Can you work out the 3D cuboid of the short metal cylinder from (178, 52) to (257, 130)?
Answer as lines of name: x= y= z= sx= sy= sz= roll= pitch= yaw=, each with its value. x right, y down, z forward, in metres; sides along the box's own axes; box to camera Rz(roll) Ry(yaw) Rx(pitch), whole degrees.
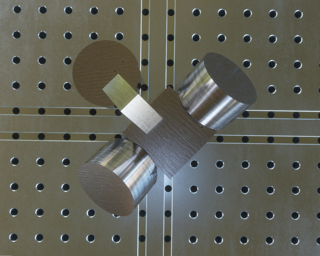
short metal cylinder: x=0.069 y=-0.045 z=0.376 sx=0.080 sy=0.080 sz=0.050 roll=43 pitch=129 yaw=0

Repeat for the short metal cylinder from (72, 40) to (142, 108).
short metal cylinder: x=-0.065 y=-0.066 z=0.397 sx=0.081 sy=0.050 sz=0.079 roll=0 pitch=90 yaw=0

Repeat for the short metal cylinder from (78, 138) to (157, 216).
short metal cylinder: x=-0.051 y=0.059 z=0.376 sx=0.080 sy=0.050 sz=0.079 roll=18 pitch=130 yaw=23

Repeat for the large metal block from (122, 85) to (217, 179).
large metal block: x=0.012 y=0.005 z=0.395 sx=0.080 sy=0.050 sz=0.080 roll=44 pitch=90 yaw=0

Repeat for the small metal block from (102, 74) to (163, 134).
small metal block: x=-0.031 y=-0.027 z=0.347 sx=0.025 sy=0.050 sz=0.050 roll=-45 pitch=47 yaw=2
